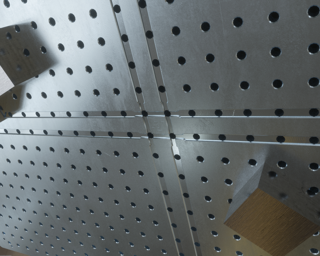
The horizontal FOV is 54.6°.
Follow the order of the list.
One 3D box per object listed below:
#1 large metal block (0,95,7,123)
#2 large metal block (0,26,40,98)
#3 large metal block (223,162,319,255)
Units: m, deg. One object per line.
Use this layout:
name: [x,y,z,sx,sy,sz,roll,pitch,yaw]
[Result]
large metal block: [-0.316,-0.051,0.531,0.080,0.050,0.080,35,129,5]
large metal block: [-0.244,-0.094,0.467,0.080,0.050,0.080,-19,109,35]
large metal block: [0.139,0.104,0.386,0.080,0.050,0.080,32,129,7]
